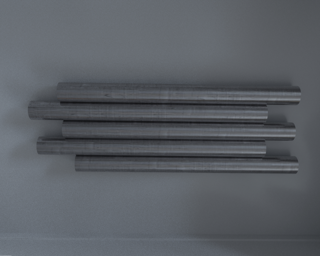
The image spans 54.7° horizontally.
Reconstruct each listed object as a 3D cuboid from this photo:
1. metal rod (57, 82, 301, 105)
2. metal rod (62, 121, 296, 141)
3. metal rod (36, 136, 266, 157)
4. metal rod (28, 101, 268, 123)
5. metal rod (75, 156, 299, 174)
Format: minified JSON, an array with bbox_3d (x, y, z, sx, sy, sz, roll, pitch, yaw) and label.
[{"bbox_3d":[0.024,-0.043,0.394,0.302,0.025,0.025,1,110,-1],"label":"metal rod"},{"bbox_3d":[0.025,0.003,0.411,0.302,0.025,0.025,1,110,-1],"label":"metal rod"},{"bbox_3d":[-0.010,0.025,0.419,0.302,0.025,0.025,1,110,-1],"label":"metal rod"},{"bbox_3d":[-0.014,-0.021,0.402,0.302,0.025,0.025,1,110,-1],"label":"metal rod"},{"bbox_3d":[0.037,0.050,0.429,0.302,0.025,0.025,1,110,-1],"label":"metal rod"}]
